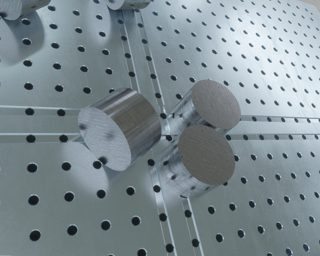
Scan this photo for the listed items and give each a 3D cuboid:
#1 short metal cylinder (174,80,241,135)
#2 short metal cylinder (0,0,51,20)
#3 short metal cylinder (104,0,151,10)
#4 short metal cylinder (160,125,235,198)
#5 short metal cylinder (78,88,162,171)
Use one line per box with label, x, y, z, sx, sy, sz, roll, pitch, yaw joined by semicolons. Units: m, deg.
short metal cylinder;0.067;-0.022;0.444;0.081;0.050;0.080;14;56;-21
short metal cylinder;-0.183;-0.183;0.386;0.080;0.080;0.050;41;51;-1
short metal cylinder;-0.052;-0.229;0.486;0.050;0.080;0.080;-18;72;-35
short metal cylinder;0.047;0.042;0.393;0.081;0.050;0.080;14;56;-21
short metal cylinder;-0.045;0.001;0.349;0.080;0.080;0.050;48;51;5
